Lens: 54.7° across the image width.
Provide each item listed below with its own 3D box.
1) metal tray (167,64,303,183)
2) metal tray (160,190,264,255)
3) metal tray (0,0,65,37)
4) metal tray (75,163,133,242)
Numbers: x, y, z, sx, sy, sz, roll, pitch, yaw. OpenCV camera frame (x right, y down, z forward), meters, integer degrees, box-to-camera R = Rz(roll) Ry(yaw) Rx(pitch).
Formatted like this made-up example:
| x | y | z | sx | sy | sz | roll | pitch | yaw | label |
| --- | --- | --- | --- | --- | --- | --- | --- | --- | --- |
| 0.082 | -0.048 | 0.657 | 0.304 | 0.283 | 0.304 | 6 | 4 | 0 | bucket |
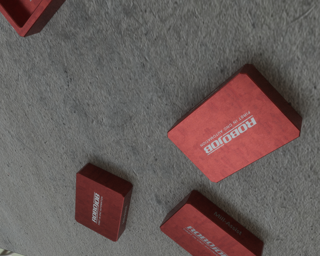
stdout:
| x | y | z | sx | sy | sz | roll | pitch | yaw | label |
| --- | --- | --- | --- | --- | --- | --- | --- | --- | --- |
| 0.082 | 0.000 | 0.361 | 0.090 | 0.030 | 0.129 | 46 | 129 | -4 | metal tray |
| 0.075 | 0.162 | 0.464 | 0.130 | 0.030 | 0.089 | 38 | 129 | 2 | metal tray |
| -0.182 | -0.192 | 0.380 | 0.090 | 0.030 | 0.130 | -29 | 103 | 37 | metal tray |
| -0.100 | 0.131 | 0.538 | 0.090 | 0.030 | 0.129 | 23 | 127 | 14 | metal tray |
